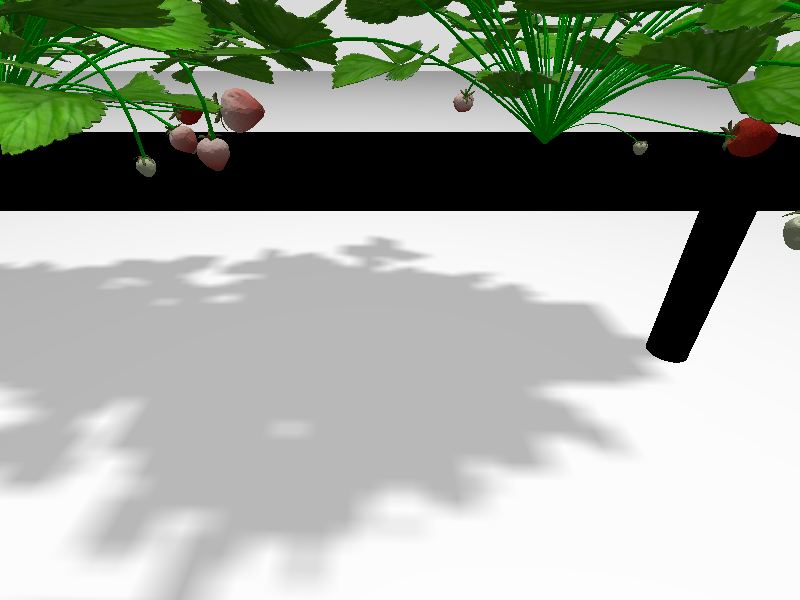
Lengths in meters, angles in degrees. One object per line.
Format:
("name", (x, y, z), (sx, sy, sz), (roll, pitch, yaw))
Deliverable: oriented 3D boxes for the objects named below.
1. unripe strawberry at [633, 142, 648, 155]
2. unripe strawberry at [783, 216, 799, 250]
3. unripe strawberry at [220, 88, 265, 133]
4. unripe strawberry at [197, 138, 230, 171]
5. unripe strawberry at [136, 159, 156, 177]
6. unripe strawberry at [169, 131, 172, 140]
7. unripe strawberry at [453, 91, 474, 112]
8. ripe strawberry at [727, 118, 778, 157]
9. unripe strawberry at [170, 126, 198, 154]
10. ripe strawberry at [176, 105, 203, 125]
("unripe strawberry", (0.180, -0.114, 0.300), (0.010, 0.010, 0.009), (17, 35, 25))
("unripe strawberry", (0.137, -0.023, 0.135), (0.013, 0.012, 0.012), (-2, 31, -4))
("unripe strawberry", (-0.144, -0.173, 0.367), (0.038, 0.037, 0.042), (-8, 32, -14))
("unripe strawberry", (-0.118, -0.092, 0.254), (0.019, 0.020, 0.018), (12, 33, 19))
("unripe strawberry", (-0.150, -0.079, 0.237), (0.010, 0.011, 0.011), (17, 35, 26))
("unripe strawberry", (-0.174, -0.128, 0.316), (0.013, 0.015, 0.015), (-11, 29, 12))
("unripe strawberry", (0.081, -0.253, 0.513), (0.026, 0.023, 0.026), (-5, -9, -9))
("ripe strawberry", (0.253, -0.116, 0.286), (0.027, 0.026, 0.025), (10, 33, 16))
("unripe strawberry", (-0.158, -0.117, 0.295), (0.019, 0.019, 0.018), (-37, 16, 29))
("ripe strawberry", (-0.219, -0.198, 0.416), (0.027, 0.028, 0.024), (-26, 40, -37))
